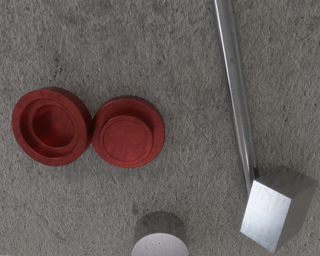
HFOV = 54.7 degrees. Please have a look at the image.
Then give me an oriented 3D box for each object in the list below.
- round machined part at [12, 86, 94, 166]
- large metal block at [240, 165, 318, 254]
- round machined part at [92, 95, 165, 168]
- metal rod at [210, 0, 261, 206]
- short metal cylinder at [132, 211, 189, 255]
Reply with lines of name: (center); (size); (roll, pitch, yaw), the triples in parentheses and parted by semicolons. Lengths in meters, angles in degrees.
round machined part: (-0.130, -0.004, 0.391); (0.098, 0.042, 0.097); (3, 108, 10)
large metal block: (0.160, 0.105, 0.415); (0.081, 0.050, 0.079); (-11, 118, -42)
round machined part: (-0.042, 0.009, 0.404); (0.099, 0.042, 0.097); (0, 110, 0)
metal rod: (0.103, -0.024, 0.401); (0.025, 0.025, 0.298); (-13, 110, 4)
short metal cylinder: (0.000, 0.172, 0.460); (0.081, 0.050, 0.079); (0, 110, 0)
